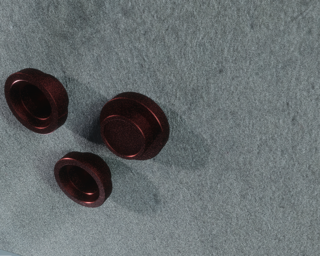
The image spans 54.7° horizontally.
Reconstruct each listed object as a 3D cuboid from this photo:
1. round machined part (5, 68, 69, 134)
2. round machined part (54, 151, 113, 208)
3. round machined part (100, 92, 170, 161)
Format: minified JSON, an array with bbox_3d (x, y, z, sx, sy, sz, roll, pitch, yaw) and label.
[{"bbox_3d":[-0.176,-0.043,0.460,0.098,0.042,0.097,13,124,20],"label":"round machined part"},{"bbox_3d":[-0.119,0.079,0.505,0.098,0.042,0.097,13,124,20],"label":"round machined part"},{"bbox_3d":[-0.040,0.004,0.418,0.098,0.042,0.097,13,124,20],"label":"round machined part"}]
